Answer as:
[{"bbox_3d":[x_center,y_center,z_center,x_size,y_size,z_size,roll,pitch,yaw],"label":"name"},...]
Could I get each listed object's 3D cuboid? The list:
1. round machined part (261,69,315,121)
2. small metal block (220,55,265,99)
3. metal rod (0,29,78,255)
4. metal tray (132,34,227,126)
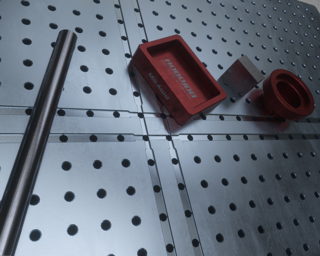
[{"bbox_3d":[0.222,-0.054,0.553,0.099,0.042,0.098,14,56,-21],"label":"round machined part"},{"bbox_3d":[0.138,-0.085,0.521,0.025,0.050,0.050,-30,79,-38],"label":"small metal block"},{"bbox_3d":[-0.132,0.003,0.335,0.025,0.025,0.300,17,55,-19],"label":"metal rod"},{"bbox_3d":[0.030,-0.077,0.469,0.091,0.030,0.130,-28,77,-38],"label":"metal tray"}]
